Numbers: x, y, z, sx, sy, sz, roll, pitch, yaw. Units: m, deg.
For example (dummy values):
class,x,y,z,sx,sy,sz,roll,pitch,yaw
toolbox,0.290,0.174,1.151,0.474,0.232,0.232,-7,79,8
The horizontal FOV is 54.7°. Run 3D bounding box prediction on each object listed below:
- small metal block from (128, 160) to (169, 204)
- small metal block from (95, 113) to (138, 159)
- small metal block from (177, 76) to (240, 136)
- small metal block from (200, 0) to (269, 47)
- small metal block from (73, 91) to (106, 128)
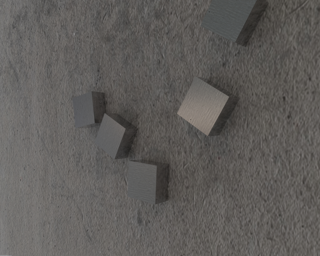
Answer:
class,x,y,z,sx,sy,sz,roll,pitch,yaw
small metal block,-0.016,0.071,0.418,0.050,0.025,0.050,4,93,40
small metal block,-0.065,0.011,0.459,0.050,0.025,0.050,34,111,34
small metal block,0.055,-0.025,0.360,0.050,0.025,0.050,39,114,33
small metal block,0.080,-0.124,0.339,0.050,0.025,0.050,39,113,33
small metal block,-0.113,-0.028,0.499,0.050,0.025,0.050,-12,83,39
